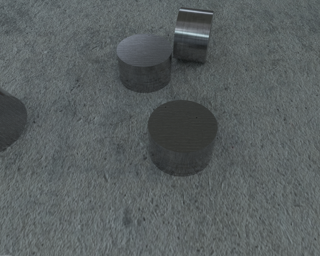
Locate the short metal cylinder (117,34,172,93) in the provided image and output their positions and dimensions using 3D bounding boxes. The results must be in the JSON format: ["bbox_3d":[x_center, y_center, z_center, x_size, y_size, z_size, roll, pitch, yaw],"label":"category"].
[{"bbox_3d":[-0.023,-0.099,0.470,0.080,0.050,0.080,0,50,0],"label":"short metal cylinder"}]

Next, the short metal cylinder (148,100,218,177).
[{"bbox_3d":[0.026,0.012,0.377,0.080,0.050,0.080,0,50,0],"label":"short metal cylinder"}]

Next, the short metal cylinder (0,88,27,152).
[{"bbox_3d":[-0.214,-0.014,0.377,0.050,0.080,0.080,29,56,22],"label":"short metal cylinder"}]

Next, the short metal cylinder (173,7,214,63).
[{"bbox_3d":[0.054,-0.147,0.491,0.050,0.080,0.080,10,51,8],"label":"short metal cylinder"}]
